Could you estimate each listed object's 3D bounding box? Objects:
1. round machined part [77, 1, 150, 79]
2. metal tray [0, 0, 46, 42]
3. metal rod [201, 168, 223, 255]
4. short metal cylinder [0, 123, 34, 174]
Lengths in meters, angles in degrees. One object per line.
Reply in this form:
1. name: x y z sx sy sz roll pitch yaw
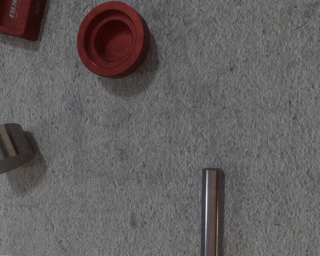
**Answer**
1. round machined part: -0.059 -0.115 0.420 0.098 0.042 0.097 0 90 19
2. metal tray: -0.223 -0.210 0.482 0.090 0.030 0.129 17 96 18
3. metal rod: 0.063 0.200 0.386 0.025 0.025 0.298 1 90 19
4. short metal cylinder: -0.238 0.034 0.462 0.080 0.080 0.050 -30 80 17
